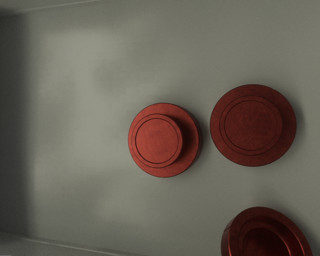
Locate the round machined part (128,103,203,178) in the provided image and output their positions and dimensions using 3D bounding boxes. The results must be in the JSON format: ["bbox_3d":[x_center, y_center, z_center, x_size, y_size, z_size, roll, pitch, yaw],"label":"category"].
[{"bbox_3d":[0.003,0.016,0.400,0.098,0.042,0.097,0,90,20],"label":"round machined part"}]

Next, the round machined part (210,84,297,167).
[{"bbox_3d":[0.107,-0.003,0.363,0.098,0.042,0.097,0,90,20],"label":"round machined part"}]

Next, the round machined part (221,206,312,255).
[{"bbox_3d":[0.113,0.141,0.342,0.098,0.099,0.042,42,144,15],"label":"round machined part"}]
